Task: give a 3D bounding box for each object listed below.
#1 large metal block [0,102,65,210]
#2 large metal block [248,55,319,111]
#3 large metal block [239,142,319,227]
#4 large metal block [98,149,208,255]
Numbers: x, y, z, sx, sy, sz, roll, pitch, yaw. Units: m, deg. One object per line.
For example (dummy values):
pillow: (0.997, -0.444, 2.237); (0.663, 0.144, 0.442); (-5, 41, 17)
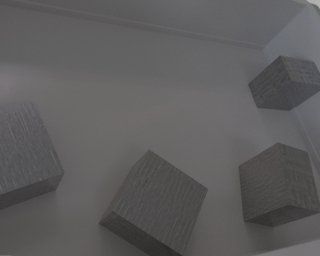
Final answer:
large metal block: (-0.148, 0.029, 0.292); (0.081, 0.050, 0.080); (-17, 71, -35)
large metal block: (0.215, -0.074, 0.530); (0.081, 0.080, 0.050); (2, 61, -27)
large metal block: (0.151, 0.077, 0.405); (0.050, 0.080, 0.080); (16, 55, -19)
large metal block: (-0.005, 0.084, 0.335); (0.080, 0.050, 0.080); (35, 51, -6)
